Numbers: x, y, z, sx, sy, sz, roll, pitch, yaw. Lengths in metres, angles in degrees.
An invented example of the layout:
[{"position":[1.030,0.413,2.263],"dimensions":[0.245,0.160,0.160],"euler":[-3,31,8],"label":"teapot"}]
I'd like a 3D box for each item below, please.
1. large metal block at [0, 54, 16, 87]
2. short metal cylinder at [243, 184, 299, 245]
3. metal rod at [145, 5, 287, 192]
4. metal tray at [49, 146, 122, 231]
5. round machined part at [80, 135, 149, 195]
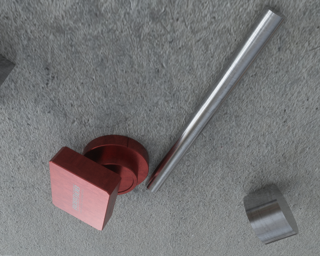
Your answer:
[{"position":[-0.224,-0.058,0.338],"dimensions":[0.080,0.050,0.080],"euler":[-35,122,26],"label":"large metal block"},{"position":[0.175,0.136,0.490],"dimensions":[0.050,0.080,0.080],"euler":[-30,124,22],"label":"short metal cylinder"},{"position":[0.053,-0.013,0.396],"dimensions":[0.025,0.025,0.298],"euler":[20,127,-16],"label":"metal rod"},{"position":[-0.109,0.091,0.444],"dimensions":[0.090,0.030,0.129],"euler":[27,139,6],"label":"metal tray"},{"position":[-0.065,0.059,0.446],"dimensions":[0.099,0.042,0.097],"euler":[-1,130,0],"label":"round machined part"}]
